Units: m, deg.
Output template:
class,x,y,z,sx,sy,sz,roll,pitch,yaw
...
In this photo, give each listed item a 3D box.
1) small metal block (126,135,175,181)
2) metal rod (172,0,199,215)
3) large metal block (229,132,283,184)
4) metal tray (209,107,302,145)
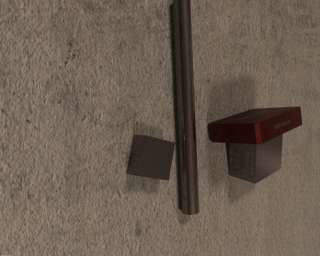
class,x,y,z,sx,sy,sz,roll,pitch,yaw
small metal block,-0.011,0.038,0.398,0.050,0.025,0.050,16,80,-39
metal rod,0.037,-0.028,0.437,0.025,0.025,0.298,-5,93,-40
large metal block,0.161,0.037,0.519,0.081,0.050,0.079,-16,110,-39
metal tray,0.153,-0.006,0.493,0.131,0.090,0.030,-17,101,-39
